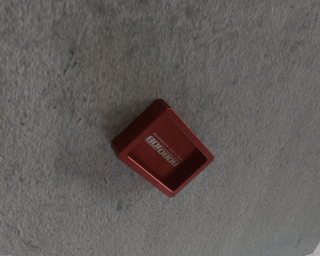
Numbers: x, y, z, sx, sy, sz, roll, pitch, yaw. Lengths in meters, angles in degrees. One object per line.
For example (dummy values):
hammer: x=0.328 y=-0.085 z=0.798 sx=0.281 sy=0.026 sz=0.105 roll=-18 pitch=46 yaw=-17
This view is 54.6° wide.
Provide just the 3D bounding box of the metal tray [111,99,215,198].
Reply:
metal tray: x=0.008 y=0.032 z=0.427 sx=0.090 sy=0.030 sz=0.130 roll=-43 pitch=129 yaw=2
